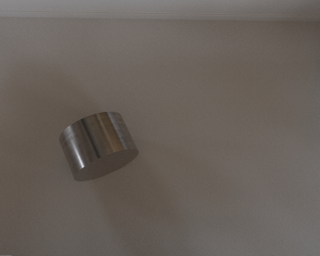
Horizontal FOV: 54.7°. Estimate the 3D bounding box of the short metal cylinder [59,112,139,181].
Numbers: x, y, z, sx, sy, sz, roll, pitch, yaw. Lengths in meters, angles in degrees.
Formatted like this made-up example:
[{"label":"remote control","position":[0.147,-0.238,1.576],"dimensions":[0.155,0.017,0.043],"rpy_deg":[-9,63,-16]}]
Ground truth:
[{"label":"short metal cylinder","position":[-0.073,0.023,0.371],"dimensions":[0.080,0.080,0.050],"rpy_deg":[-24,72,-9]}]
